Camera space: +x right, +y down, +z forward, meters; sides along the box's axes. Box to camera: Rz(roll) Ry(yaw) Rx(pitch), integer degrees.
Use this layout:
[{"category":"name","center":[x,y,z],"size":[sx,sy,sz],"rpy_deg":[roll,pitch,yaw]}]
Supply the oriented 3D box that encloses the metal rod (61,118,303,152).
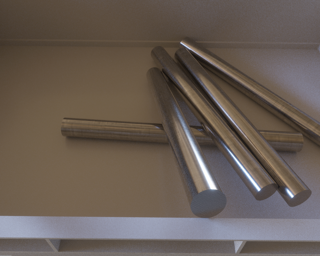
[{"category":"metal rod","center":[0.026,0.008,0.398],"size":[0.302,0.025,0.025],"rpy_deg":[4,50,2]}]

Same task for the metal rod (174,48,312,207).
[{"category":"metal rod","center":[0.084,-0.027,0.401],"size":[0.025,0.025,0.300],"rpy_deg":[-15,43,-12]}]

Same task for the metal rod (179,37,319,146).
[{"category":"metal rod","center":[0.139,-0.054,0.452],"size":[0.025,0.025,0.300],"rpy_deg":[-33,58,-25]}]

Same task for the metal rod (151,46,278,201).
[{"category":"metal rod","center":[0.050,-0.031,0.404],"size":[0.025,0.025,0.300],"rpy_deg":[-16,44,-14]}]

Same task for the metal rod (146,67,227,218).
[{"category":"metal rod","center":[0.012,-0.015,0.343],"size":[0.025,0.025,0.300],"rpy_deg":[-6,27,-6]}]
